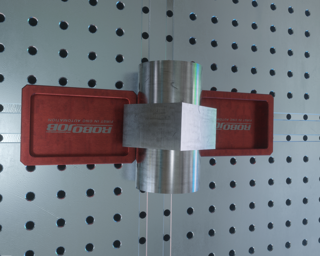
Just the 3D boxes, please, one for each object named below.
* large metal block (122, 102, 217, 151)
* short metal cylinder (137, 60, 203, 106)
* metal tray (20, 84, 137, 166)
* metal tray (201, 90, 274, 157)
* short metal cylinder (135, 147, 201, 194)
[{"bbox_3d":[0.013,-0.001,0.373,0.080,0.080,0.050,3,88,-54],"label":"large metal block"},{"bbox_3d":[0.012,-0.051,0.387,0.081,0.080,0.050,1,90,-20],"label":"short metal cylinder"},{"bbox_3d":[-0.095,-0.002,0.374,0.131,0.030,0.089,1,90,-20],"label":"metal tray"},{"bbox_3d":[0.101,-0.006,0.447,0.131,0.030,0.089,1,90,-20],"label":"metal tray"},{"bbox_3d":[0.010,0.049,0.387,0.081,0.080,0.050,2,90,-20],"label":"short metal cylinder"}]
